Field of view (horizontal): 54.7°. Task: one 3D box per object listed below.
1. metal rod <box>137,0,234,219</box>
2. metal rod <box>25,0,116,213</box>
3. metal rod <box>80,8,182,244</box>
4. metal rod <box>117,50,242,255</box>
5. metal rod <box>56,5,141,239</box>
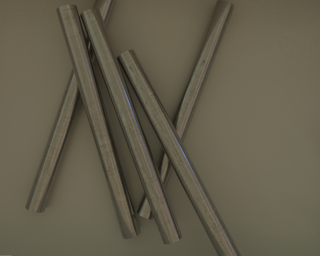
[{"bbox_3d":[0.034,-0.024,0.411,0.025,0.025,0.299,21,90,0],"label":"metal rod"},{"bbox_3d":[-0.117,-0.035,0.410,0.025,0.025,0.299,19,90,0],"label":"metal rod"},{"bbox_3d":[-0.035,-0.002,0.384,0.025,0.025,0.299,-20,90,0],"label":"metal rod"},{"bbox_3d":[0.025,0.039,0.383,0.025,0.025,0.299,-27,86,0],"label":"metal rod"},{"bbox_3d":[-0.076,-0.002,0.394,0.025,0.025,0.298,-15,97,0],"label":"metal rod"}]
